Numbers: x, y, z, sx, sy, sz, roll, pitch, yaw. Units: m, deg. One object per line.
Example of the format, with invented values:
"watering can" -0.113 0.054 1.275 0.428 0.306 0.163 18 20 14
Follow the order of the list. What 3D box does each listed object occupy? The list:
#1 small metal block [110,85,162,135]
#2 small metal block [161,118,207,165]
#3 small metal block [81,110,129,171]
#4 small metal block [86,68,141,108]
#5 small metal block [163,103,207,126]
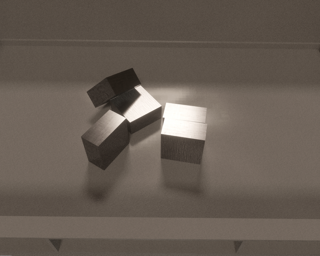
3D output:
"small metal block" -0.033 -0.026 0.426 0.050 0.025 0.050 -29 56 -23
"small metal block" 0.028 0.017 0.375 0.050 0.050 0.025 8 51 6
"small metal block" -0.064 0.015 0.376 0.025 0.050 0.050 27 55 20
"small metal block" -0.063 -0.055 0.424 0.050 0.050 0.025 -33 97 -45
"small metal block" 0.030 -0.003 0.391 0.050 0.050 0.025 8 51 6
